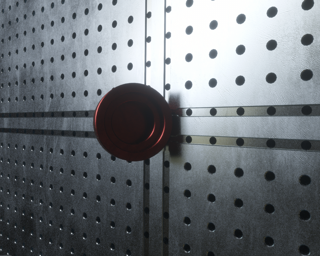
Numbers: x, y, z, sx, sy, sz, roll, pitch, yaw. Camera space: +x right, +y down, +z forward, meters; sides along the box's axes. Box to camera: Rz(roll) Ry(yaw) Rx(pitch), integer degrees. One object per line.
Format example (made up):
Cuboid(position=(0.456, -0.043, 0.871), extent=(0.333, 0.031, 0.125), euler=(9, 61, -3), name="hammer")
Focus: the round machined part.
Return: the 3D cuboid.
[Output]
Cuboid(position=(-0.037, -0.007, 0.402), extent=(0.042, 0.099, 0.097), euler=(173, 95, -71), name="round machined part")
